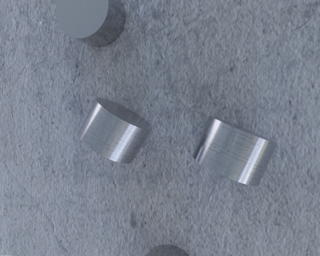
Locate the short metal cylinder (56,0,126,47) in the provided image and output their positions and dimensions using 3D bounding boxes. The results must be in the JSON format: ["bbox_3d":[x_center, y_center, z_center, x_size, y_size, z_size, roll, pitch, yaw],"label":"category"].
[{"bbox_3d":[-0.094,-0.157,0.428,0.080,0.050,0.079,0,90,19],"label":"short metal cylinder"}]

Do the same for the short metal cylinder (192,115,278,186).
[{"bbox_3d":[0.083,0.024,0.350,0.080,0.080,0.050,25,98,18],"label":"short metal cylinder"}]

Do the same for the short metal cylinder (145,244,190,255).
[{"bbox_3d":[0.004,0.197,0.393,0.080,0.050,0.079,0,90,19],"label":"short metal cylinder"}]

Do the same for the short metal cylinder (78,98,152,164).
[{"bbox_3d":[-0.057,0.002,0.399,0.080,0.080,0.050,34,101,16],"label":"short metal cylinder"}]
